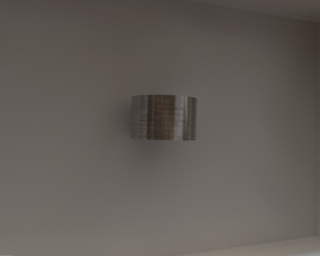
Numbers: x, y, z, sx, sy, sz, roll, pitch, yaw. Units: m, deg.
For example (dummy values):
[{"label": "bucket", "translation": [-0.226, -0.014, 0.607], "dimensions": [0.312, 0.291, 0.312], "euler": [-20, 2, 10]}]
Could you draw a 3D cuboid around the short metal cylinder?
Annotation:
[{"label": "short metal cylinder", "translation": [0.005, -0.011, 0.380], "dimensions": [0.081, 0.080, 0.050], "euler": [2, 90, -20]}]
